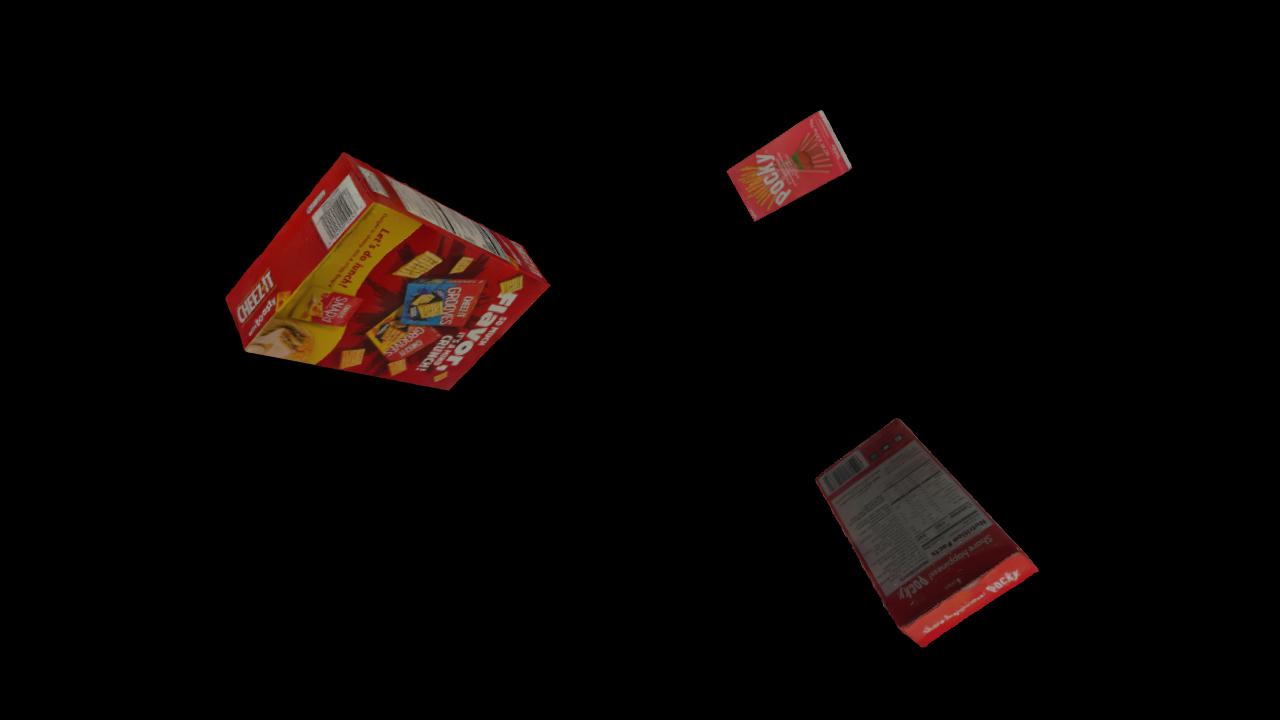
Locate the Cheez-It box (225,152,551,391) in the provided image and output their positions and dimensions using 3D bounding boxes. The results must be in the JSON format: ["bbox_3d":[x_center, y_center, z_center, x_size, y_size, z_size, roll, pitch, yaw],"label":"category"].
[{"bbox_3d":[-0.210,-0.062,0.554,0.166,0.071,0.223,-43,-26,14],"label":"Cheez-It box"}]

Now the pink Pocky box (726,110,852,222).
[{"bbox_3d":[0.194,-0.253,0.819,0.029,0.084,0.155,-38,11,-38],"label":"pink Pocky box"}]

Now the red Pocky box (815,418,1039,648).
[{"bbox_3d":[0.180,0.107,0.415,0.083,0.028,0.155,-40,19,13],"label":"red Pocky box"}]
